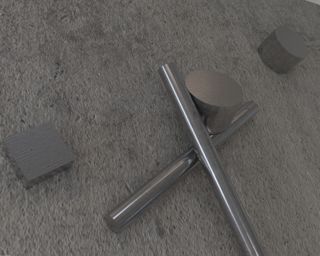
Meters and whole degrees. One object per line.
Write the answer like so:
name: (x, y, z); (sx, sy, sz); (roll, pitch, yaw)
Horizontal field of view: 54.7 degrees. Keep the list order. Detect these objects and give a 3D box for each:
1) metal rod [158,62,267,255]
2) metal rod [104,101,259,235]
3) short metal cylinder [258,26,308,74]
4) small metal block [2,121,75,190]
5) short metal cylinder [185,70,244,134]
metal rod: (0.069, 0.056, 0.379); (0.025, 0.025, 0.299); (-19, 80, -35)
metal rod: (0.050, 0.033, 0.410); (0.302, 0.025, 0.025); (-34, 81, -38)
short metal cylinder: (0.242, -0.154, 0.612); (0.081, 0.050, 0.080); (14, 56, -21)
small metal block: (-0.125, 0.027, 0.320); (0.050, 0.025, 0.050); (-26, 76, -37)
short metal cylinder: (0.069, -0.037, 0.432); (0.081, 0.050, 0.080); (8, 44, -7)
